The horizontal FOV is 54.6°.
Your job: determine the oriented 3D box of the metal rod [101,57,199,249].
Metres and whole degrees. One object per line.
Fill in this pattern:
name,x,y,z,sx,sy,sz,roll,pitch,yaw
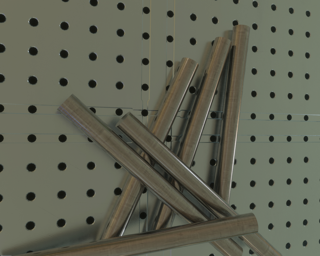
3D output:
metal rod,-0.019,0.045,0.405,0.025,0.025,0.299,27,81,-18

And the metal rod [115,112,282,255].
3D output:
metal rod,0.061,0.090,0.407,0.300,0.025,0.025,44,76,-15

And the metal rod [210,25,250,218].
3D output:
metal rod,0.101,0.001,0.449,0.025,0.025,0.299,8,87,-20

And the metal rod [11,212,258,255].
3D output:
metal rod,-0.031,0.139,0.367,0.302,0.025,0.025,-8,93,-7

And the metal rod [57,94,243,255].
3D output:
metal rod,-0.002,0.071,0.384,0.300,0.025,0.025,44,76,-15

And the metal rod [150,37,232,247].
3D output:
metal rod,0.043,0.016,0.427,0.025,0.025,0.299,21,83,-19
